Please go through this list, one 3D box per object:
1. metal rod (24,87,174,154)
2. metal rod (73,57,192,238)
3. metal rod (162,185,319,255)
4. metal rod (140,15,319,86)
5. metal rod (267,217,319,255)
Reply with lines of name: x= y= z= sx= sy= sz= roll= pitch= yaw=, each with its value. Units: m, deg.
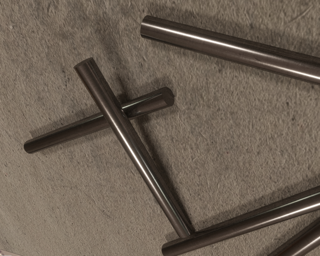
metal rod: x=-0.109 y=-0.003 z=0.460 sx=0.300 sy=0.025 sz=0.025 roll=-17 pitch=110 yaw=34
metal rod: x=-0.025 y=0.043 z=0.421 sx=0.025 sy=0.025 sz=0.299 roll=-11 pitch=121 yaw=32
metal rod: x=0.106 y=0.139 z=0.435 sx=0.025 sy=0.025 sz=0.299 roll=48 pitch=128 yaw=-6
metal rod: x=0.120 y=-0.064 z=0.303 sx=0.301 sy=0.025 sz=0.025 roll=20 pitch=126 yaw=16
metal rod: x=0.188 y=0.144 z=0.396 sx=0.025 sy=0.025 sz=0.298 roll=33 pitch=129 yaw=6
